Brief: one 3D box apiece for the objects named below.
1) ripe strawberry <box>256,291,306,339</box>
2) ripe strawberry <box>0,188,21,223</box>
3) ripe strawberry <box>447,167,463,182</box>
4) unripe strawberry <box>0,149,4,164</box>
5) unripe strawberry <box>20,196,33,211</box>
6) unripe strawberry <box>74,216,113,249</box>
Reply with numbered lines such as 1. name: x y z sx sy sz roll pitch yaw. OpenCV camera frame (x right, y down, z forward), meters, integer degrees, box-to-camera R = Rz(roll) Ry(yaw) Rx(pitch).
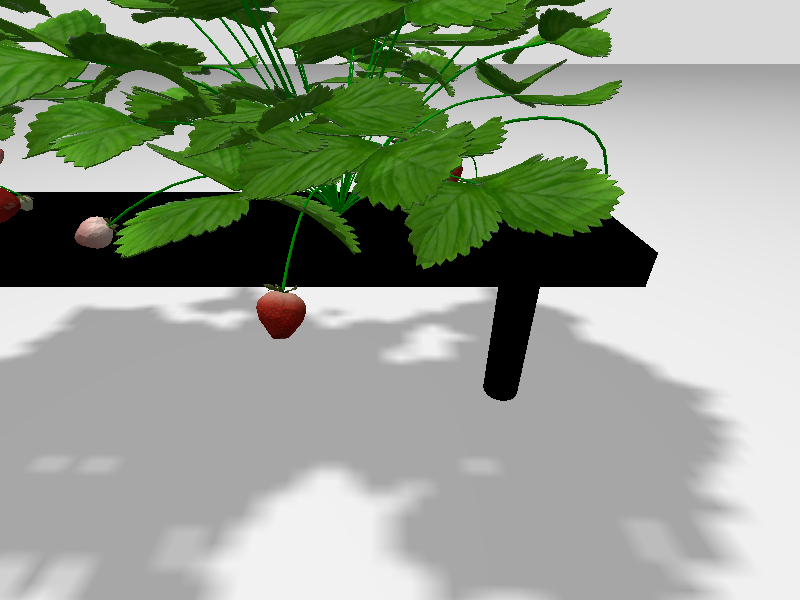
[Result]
1. ripe strawberry: -0.062 0.008 0.209 0.025 0.025 0.021 1 -9 2
2. ripe strawberry: -0.343 -0.080 0.340 0.031 0.030 0.034 4 33 6
3. ripe strawberry: 0.052 -0.136 0.424 0.033 0.035 0.031 -21 38 -32
4. unripe strawberry: -0.516 -0.182 0.501 0.034 0.030 0.031 -2 32 -3
5. unripe strawberry: -0.348 -0.089 0.371 0.014 0.014 0.013 -9 32 1
6. unripe strawberry: -0.229 -0.050 0.300 0.025 0.022 0.025 -26 38 -8
